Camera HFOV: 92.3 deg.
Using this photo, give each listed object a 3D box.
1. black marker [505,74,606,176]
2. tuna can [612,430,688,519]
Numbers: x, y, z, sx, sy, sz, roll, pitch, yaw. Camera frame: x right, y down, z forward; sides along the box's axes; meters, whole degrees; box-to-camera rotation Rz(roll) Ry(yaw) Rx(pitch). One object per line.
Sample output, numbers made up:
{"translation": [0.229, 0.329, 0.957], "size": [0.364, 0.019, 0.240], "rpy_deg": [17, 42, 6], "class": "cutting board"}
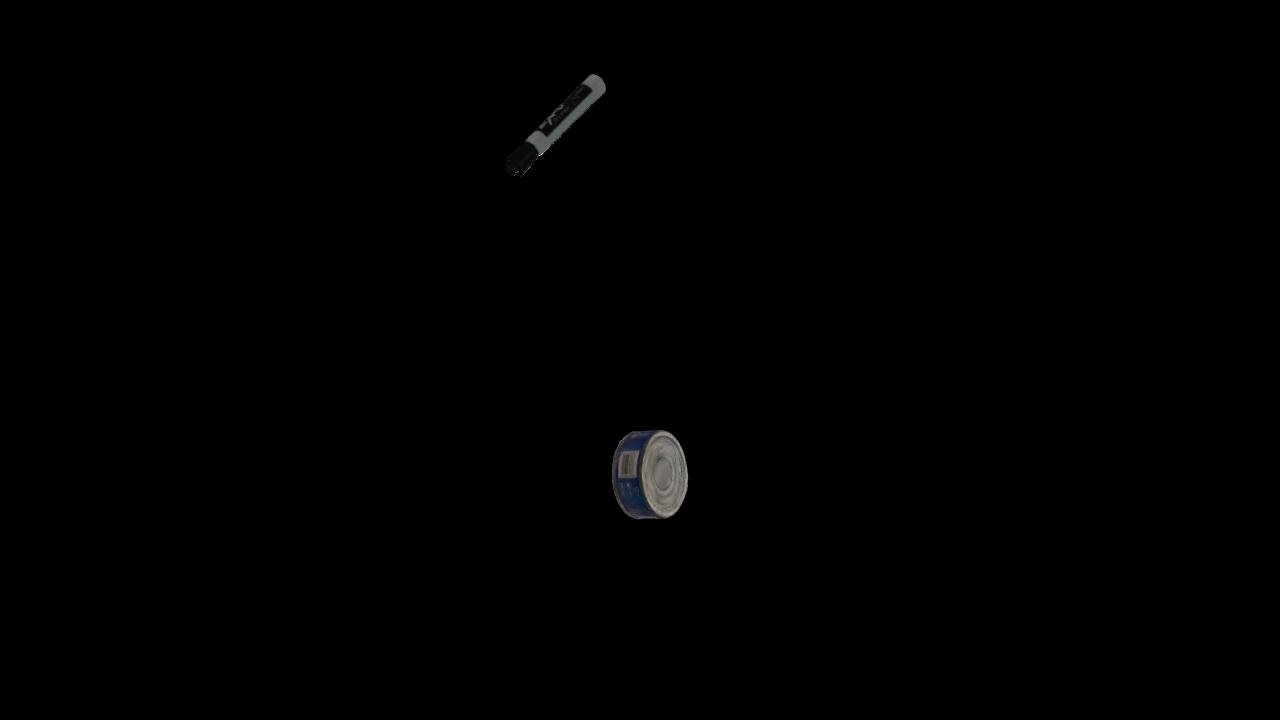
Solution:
{"translation": [-0.070, -0.195, 0.512], "size": [0.020, 0.121, 0.020], "rpy_deg": [31, -22, 14], "class": "black marker"}
{"translation": [0.011, 0.108, 0.585], "size": [0.034, 0.084, 0.084], "rpy_deg": [-10, -5, 34], "class": "tuna can"}
